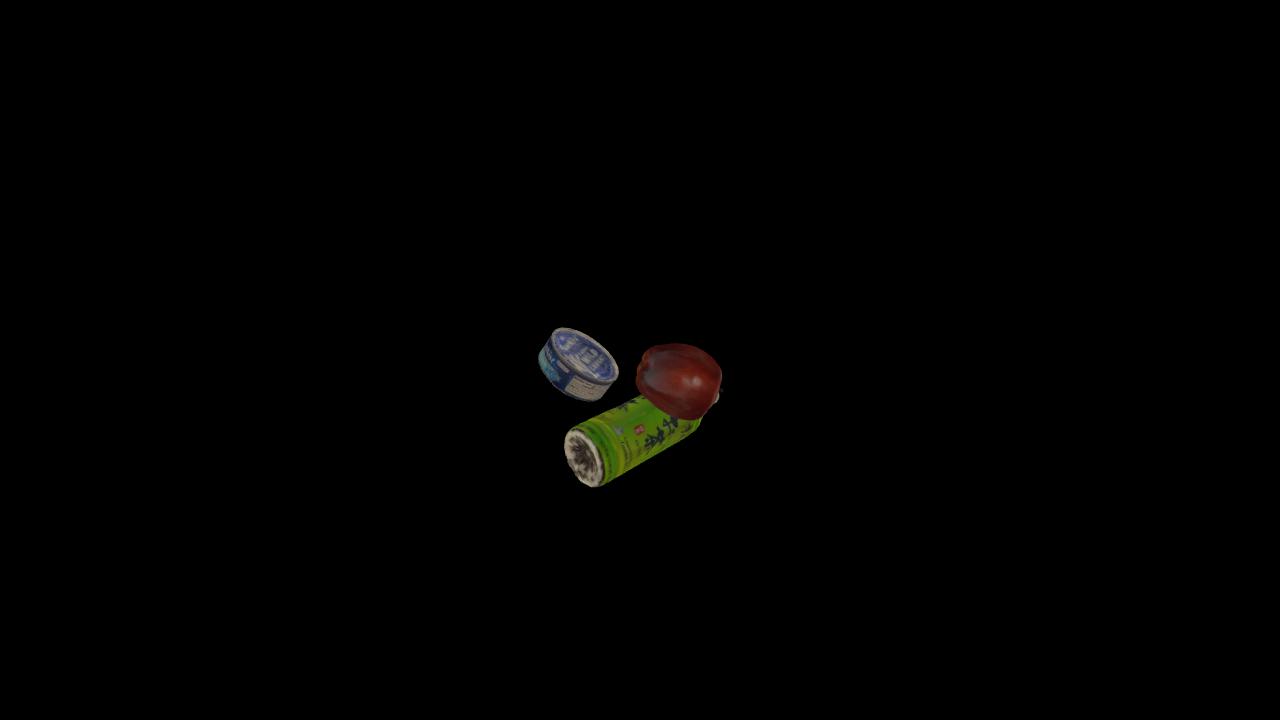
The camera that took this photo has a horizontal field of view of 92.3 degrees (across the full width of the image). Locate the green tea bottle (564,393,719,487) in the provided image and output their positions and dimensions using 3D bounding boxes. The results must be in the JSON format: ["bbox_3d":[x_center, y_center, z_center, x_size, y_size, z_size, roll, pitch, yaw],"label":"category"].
[{"bbox_3d":[0.013,0.072,0.707,0.073,0.073,0.212,0,18,46],"label":"green tea bottle"}]

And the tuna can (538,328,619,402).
[{"bbox_3d":[-0.066,0.005,0.657,0.084,0.034,0.084,32,24,-16],"label":"tuna can"}]

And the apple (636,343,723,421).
[{"bbox_3d":[0.043,0.020,0.648,0.093,0.079,0.079,20,-2,-7],"label":"apple"}]
